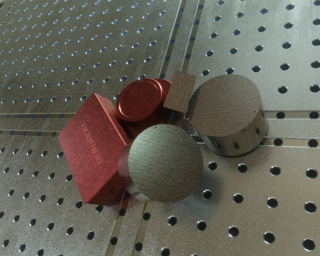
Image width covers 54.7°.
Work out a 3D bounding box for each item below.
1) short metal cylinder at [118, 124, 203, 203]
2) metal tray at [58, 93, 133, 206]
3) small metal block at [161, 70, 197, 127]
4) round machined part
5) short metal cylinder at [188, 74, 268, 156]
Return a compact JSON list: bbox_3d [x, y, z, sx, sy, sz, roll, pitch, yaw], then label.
[{"bbox_3d":[-0.001,0.040,0.336,0.080,0.080,0.050,-67,12,-19],"label":"short metal cylinder"},{"bbox_3d":[-0.082,0.025,0.413,0.090,0.030,0.130,-48,50,14],"label":"metal tray"},{"bbox_3d":[0.022,-0.032,0.372,0.025,0.050,0.050,18,67,5],"label":"small metal block"},{"bbox_3d":[-0.020,-0.029,0.420,0.098,0.042,0.098,-13,56,21],"label":"round machined part"},{"bbox_3d":[0.078,-0.015,0.355,0.080,0.050,0.080,-13,56,21],"label":"short metal cylinder"}]
